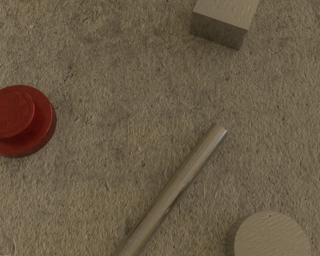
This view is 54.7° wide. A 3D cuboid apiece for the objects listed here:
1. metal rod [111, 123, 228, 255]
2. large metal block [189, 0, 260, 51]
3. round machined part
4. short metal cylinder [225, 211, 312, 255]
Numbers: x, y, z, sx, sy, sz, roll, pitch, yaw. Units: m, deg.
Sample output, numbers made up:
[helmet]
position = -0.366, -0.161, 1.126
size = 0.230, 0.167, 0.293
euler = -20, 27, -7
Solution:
[metal rod]
position = -0.013, 0.113, 0.366
size = 0.025, 0.025, 0.300
euler = 36, 73, 12
[large metal block]
position = 0.097, -0.173, 0.459
size = 0.080, 0.050, 0.080
euler = 22, 71, 7
[round machined part]
position = -0.190, -0.013, 0.402
size = 0.099, 0.042, 0.098
euler = 0, 70, -1
[short metal cylinder]
position = 0.118, 0.136, 0.347
size = 0.081, 0.050, 0.080
euler = 0, 70, 0
